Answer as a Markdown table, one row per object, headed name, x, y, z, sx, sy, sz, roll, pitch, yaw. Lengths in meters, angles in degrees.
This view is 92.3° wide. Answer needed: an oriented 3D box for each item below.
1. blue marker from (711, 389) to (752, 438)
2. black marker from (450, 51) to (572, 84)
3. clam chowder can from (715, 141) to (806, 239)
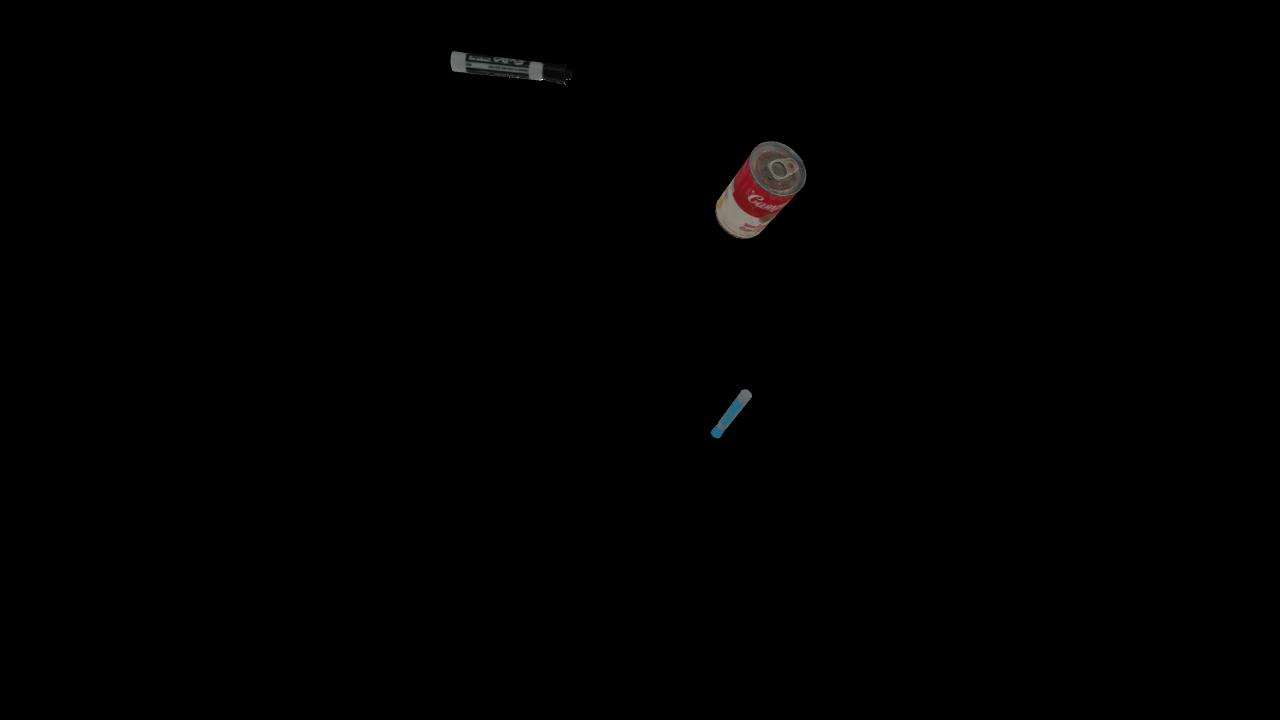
| name | x | y | z | sx | sy | sz | roll | pitch | yaw |
| --- | --- | --- | --- | --- | --- | --- | --- | --- | --- |
| blue marker | 0.145 | 0.090 | 0.992 | 0.020 | 0.020 | 0.121 | 0 | -39 | -25 |
| black marker | -0.130 | -0.297 | 0.625 | 0.121 | 0.020 | 0.020 | 6 | 0 | -1 |
| clam chowder can | 0.135 | -0.192 | 0.707 | 0.068 | 0.068 | 0.102 | 0 | -17 | -16 |
